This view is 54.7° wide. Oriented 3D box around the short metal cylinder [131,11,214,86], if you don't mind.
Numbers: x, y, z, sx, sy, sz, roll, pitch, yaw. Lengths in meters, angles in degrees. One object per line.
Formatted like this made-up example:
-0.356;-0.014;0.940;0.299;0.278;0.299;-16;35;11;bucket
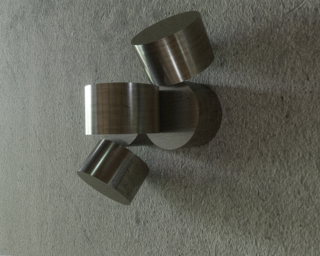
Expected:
0.015;-0.090;0.348;0.080;0.080;0.050;1;129;39;short metal cylinder

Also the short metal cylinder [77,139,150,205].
-0.061;0.059;0.410;0.080;0.080;0.050;10;57;39;short metal cylinder

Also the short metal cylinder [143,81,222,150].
0.026;-0.016;0.367;0.080;0.050;0.079;0;90;39;short metal cylinder

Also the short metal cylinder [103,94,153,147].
-0.037;-0.015;0.417;0.080;0.050;0.079;0;90;39;short metal cylinder

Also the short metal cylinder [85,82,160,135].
-0.040;-0.018;0.337;0.080;0.081;0.050;-2;89;39;short metal cylinder
